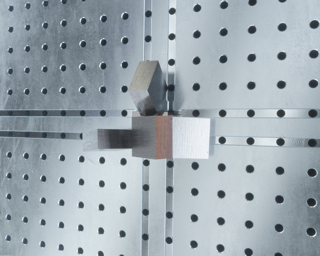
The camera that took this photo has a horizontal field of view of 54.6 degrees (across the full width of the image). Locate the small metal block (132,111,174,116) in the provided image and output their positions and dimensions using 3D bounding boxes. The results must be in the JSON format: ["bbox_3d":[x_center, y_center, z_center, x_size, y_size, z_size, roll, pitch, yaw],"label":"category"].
[{"bbox_3d":[-0.010,0.003,0.417,0.050,0.025,0.050,3,91,20],"label":"small metal block"}]

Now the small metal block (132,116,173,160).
[{"bbox_3d":[-0.010,0.011,0.378,0.050,0.025,0.050,-1,90,53],"label":"small metal block"}]

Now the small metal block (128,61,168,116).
[{"bbox_3d":[-0.014,-0.050,0.394,0.025,0.050,0.050,3,55,21],"label":"small metal block"}]

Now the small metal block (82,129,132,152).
[{"bbox_3d":[-0.070,0.017,0.414,0.050,0.050,0.025,-12,78,54],"label":"small metal block"}]

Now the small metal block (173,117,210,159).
[{"bbox_3d":[0.034,0.012,0.389,0.050,0.025,0.050,2,91,-11],"label":"small metal block"}]
